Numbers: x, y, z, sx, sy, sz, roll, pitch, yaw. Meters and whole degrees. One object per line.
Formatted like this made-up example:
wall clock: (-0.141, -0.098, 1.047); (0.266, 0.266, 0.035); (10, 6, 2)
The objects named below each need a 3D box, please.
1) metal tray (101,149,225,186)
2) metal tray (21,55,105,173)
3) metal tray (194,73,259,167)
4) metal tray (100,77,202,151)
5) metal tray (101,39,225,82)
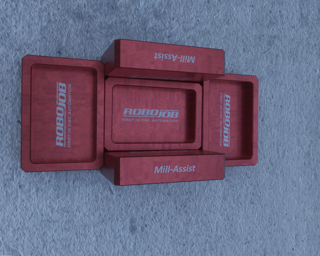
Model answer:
metal tray: (0.001, 0.044, 0.375); (0.131, 0.090, 0.030); (0, 90, -20)
metal tray: (-0.114, -0.016, 0.366); (0.091, 0.030, 0.129); (1, 90, -21)
metal tray: (0.095, -0.011, 0.444); (0.091, 0.030, 0.129); (1, 90, -21)
metal tray: (-0.010, -0.016, 0.405); (0.131, 0.030, 0.089); (1, 90, -21)
metal tray: (0.001, -0.076, 0.377); (0.131, 0.090, 0.030); (0, 90, -20)
